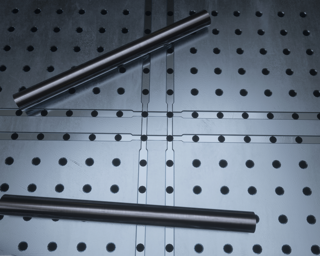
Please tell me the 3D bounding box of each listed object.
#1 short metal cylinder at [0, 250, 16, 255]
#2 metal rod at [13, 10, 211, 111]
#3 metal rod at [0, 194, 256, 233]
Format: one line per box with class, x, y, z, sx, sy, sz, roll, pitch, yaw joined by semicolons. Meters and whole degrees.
short metal cylinder;-0.191;0.157;0.324;0.080;0.080;0.050;18;71;6
metal rod;-0.061;-0.101;0.448;0.302;0.025;0.025;-27;72;-10
metal rod;-0.039;0.103;0.373;0.302;0.025;0.025;4;70;1
